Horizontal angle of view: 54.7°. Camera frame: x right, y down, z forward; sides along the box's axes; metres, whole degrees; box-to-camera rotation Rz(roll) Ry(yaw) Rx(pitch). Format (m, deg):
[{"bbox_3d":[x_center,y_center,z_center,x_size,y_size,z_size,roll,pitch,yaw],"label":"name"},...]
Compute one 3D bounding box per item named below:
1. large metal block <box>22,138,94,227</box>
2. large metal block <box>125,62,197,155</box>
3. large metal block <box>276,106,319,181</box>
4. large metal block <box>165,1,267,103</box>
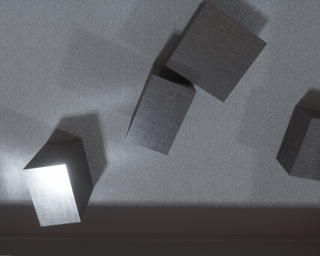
[{"bbox_3d":[-0.128,0.068,0.406,0.050,0.080,0.079,-7,110,3],"label":"large metal block"},{"bbox_3d":[0.000,-0.026,0.372,0.050,0.080,0.079,21,109,-8],"label":"large metal block"},{"bbox_3d":[0.213,0.023,0.408,0.081,0.050,0.079,11,110,-4],"label":"large metal block"},{"bbox_3d":[0.062,-0.090,0.365,0.080,0.050,0.080,31,107,-11],"label":"large metal block"}]
